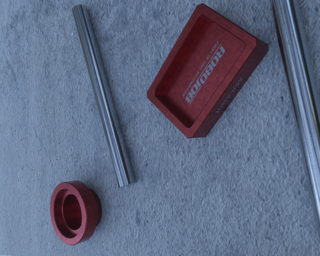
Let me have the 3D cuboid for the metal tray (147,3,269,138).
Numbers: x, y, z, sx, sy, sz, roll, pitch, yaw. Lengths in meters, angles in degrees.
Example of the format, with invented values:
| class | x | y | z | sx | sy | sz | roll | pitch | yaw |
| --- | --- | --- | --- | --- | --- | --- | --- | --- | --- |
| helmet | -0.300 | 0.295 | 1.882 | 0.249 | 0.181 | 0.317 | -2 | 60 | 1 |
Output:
| class | x | y | z | sx | sy | sz | roll | pitch | yaw |
| --- | --- | --- | --- | --- | --- | --- | --- | --- | --- |
| metal tray | 0.048 | -0.063 | 0.360 | 0.090 | 0.030 | 0.129 | 47 | 117 | 29 |

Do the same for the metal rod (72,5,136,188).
| class | x | y | z | sx | sy | sz | roll | pitch | yaw |
| --- | --- | --- | --- | --- | --- | --- | --- | --- | --- |
| metal rod | -0.089 | -0.057 | 0.475 | 0.025 | 0.025 | 0.299 | -28 | 73 | 36 |

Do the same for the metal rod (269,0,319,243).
| class | x | y | z | sx | sy | sz | roll | pitch | yaw |
| --- | --- | --- | --- | --- | --- | --- | --- | --- | --- |
| metal rod | 0.134 | -0.043 | 0.293 | 0.025 | 0.025 | 0.298 | -14 | 81 | 39 |

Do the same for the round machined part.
| class | x | y | z | sx | sy | sz | roll | pitch | yaw |
| --- | --- | --- | --- | --- | --- | --- | --- | --- | --- |
| round machined part | -0.132 | 0.133 | 0.500 | 0.098 | 0.042 | 0.097 | 0 | 90 | 39 |
